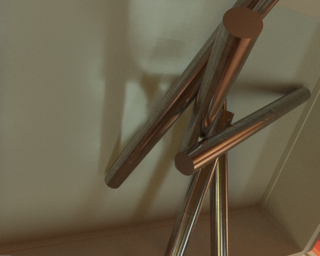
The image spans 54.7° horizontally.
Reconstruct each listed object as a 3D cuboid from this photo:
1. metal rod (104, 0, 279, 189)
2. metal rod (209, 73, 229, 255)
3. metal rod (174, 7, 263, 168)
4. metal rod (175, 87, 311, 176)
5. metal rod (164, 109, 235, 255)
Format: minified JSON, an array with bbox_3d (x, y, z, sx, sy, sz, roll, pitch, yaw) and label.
[{"bbox_3d":[0.008,-0.016,0.323,0.025,0.025,0.298,7,140,-32],"label":"metal rod"},{"bbox_3d":[0.080,0.075,0.422,0.025,0.025,0.298,-5,97,-26],"label":"metal rod"},{"bbox_3d":[0.042,-0.006,0.326,0.025,0.025,0.299,-25,160,-13],"label":"metal rod"},{"bbox_3d":[0.128,-0.010,0.404,0.302,0.025,0.025,-23,130,-41],"label":"metal rod"},{"bbox_3d":[0.032,0.120,0.388,0.025,0.025,0.299,19,91,-35],"label":"metal rod"}]
